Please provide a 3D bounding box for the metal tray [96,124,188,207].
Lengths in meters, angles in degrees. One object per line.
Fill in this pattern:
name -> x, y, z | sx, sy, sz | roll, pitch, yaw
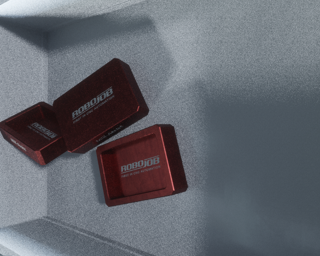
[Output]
metal tray -> -0.030, 0.054, 0.428 | 0.130, 0.030, 0.090 | -21, 77, 38

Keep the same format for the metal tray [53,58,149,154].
metal tray -> -0.090, -0.030, 0.455 | 0.130, 0.030, 0.090 | -30, 70, 18

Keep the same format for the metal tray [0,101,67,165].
metal tray -> -0.198, 0.004, 0.522 | 0.130, 0.091, 0.030 | 23, 135, 35
